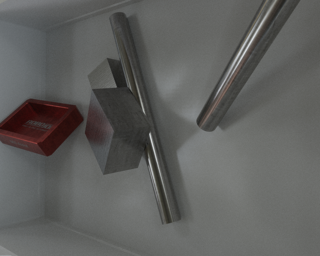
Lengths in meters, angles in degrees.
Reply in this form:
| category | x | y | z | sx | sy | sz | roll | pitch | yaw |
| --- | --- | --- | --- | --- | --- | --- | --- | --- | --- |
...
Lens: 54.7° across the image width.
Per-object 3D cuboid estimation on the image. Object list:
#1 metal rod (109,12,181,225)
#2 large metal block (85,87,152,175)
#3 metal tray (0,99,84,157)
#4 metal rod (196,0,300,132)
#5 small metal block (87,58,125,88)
| category | x | y | z | sx | sy | sz | roll | pitch | yaw |
| --- | --- | --- | --- | --- | --- | --- | --- | --- | --- |
| metal rod | -0.024 | -0.022 | 0.424 | 0.025 | 0.025 | 0.299 | -25 | 75 | 37 |
| large metal block | -0.059 | 0.002 | 0.414 | 0.080 | 0.050 | 0.079 | 57 | 141 | 36 |
| metal tray | -0.206 | -0.005 | 0.523 | 0.130 | 0.090 | 0.030 | 10 | 138 | 32 |
| metal rod | 0.092 | -0.094 | 0.249 | 0.025 | 0.025 | 0.298 | 56 | 147 | 25 |
| small metal block | -0.079 | -0.070 | 0.469 | 0.050 | 0.025 | 0.050 | -32 | 70 | 35 |
